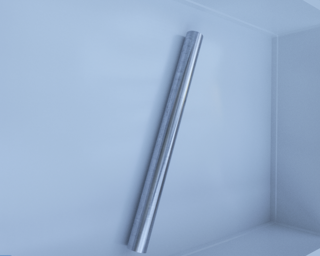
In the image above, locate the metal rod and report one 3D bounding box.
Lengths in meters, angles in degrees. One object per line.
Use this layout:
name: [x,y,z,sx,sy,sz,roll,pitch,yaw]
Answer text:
metal rod: [0.011,0.008,0.411,0.025,0.025,0.299,25,74,-37]
